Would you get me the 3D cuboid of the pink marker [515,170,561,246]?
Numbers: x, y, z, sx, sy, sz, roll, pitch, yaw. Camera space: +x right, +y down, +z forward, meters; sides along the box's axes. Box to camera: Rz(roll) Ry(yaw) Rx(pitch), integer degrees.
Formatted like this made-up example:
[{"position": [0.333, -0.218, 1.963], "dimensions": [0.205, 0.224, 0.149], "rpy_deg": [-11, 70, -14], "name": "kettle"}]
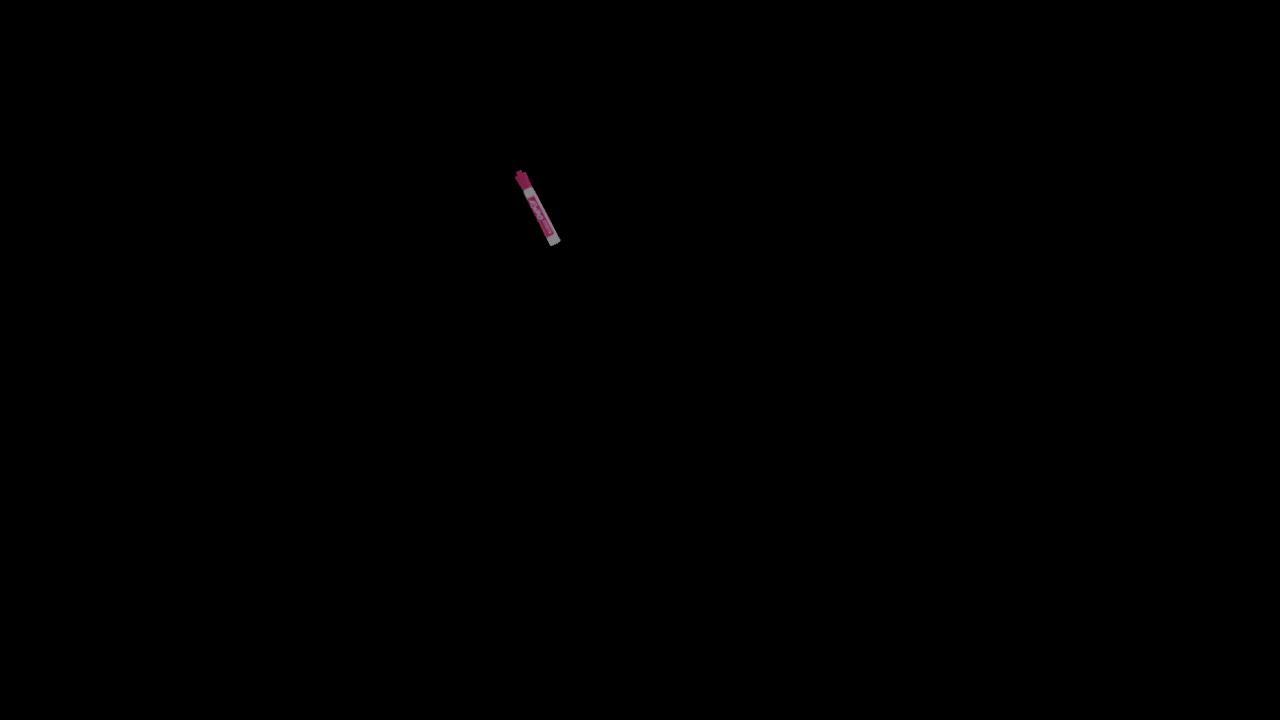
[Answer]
[{"position": [-0.158, -0.234, 0.947], "dimensions": [0.020, 0.121, 0.020], "rpy_deg": [-24, 18, 8], "name": "pink marker"}]
